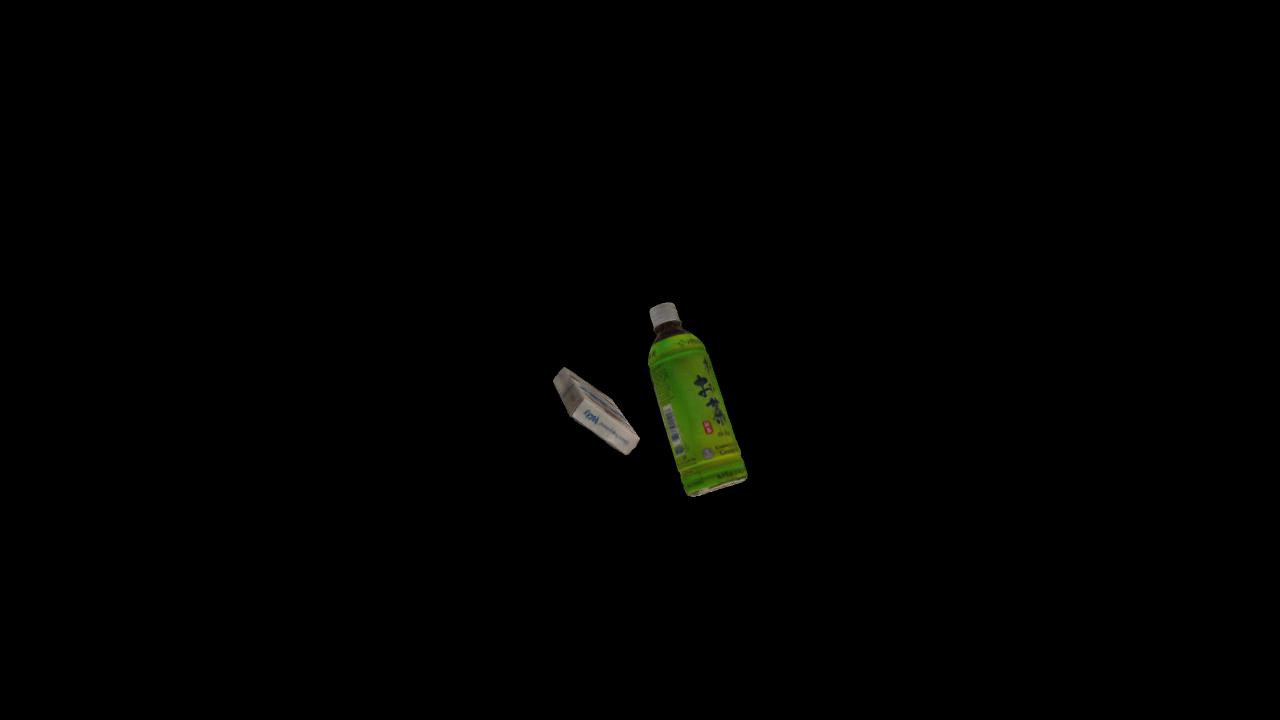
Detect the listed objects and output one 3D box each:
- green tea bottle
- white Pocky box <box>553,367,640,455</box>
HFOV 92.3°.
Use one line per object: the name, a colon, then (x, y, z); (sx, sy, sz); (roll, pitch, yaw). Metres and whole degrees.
green tea bottle: (0.052, 0.038, 0.671); (0.073, 0.212, 0.073); (-17, -14, -4)
white Pocky box: (-0.056, 0.057, 0.733); (0.084, 0.028, 0.154); (37, 1, -19)
